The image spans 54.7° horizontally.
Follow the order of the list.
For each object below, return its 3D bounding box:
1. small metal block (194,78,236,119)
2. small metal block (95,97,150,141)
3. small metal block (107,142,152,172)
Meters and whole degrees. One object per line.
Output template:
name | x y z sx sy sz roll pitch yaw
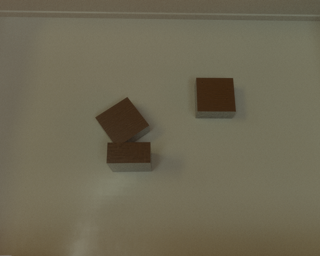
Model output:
small metal block | 0.074 -0.041 0.425 0.050 0.025 0.050 0 70 0
small metal block | -0.049 -0.004 0.411 0.050 0.025 0.050 -34 74 -12
small metal block | -0.036 0.037 0.382 0.050 0.050 0.025 -1 70 0
